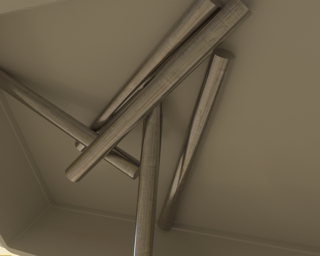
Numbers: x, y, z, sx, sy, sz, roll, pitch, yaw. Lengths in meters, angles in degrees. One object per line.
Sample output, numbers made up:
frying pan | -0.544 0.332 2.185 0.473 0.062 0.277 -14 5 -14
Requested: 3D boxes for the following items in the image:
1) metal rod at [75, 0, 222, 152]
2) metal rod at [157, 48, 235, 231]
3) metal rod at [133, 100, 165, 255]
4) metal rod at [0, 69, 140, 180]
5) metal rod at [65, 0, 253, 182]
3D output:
metal rod | -0.035 -0.050 0.396 0.025 0.025 0.299 45 129 -4
metal rod | 0.037 0.039 0.412 0.025 0.025 0.298 24 127 13
metal rod | -0.018 0.105 0.397 0.025 0.025 0.298 6 94 25
metal rod | -0.151 -0.017 0.453 0.300 0.025 0.025 31 129 17
metal rod | -0.019 -0.027 0.359 0.025 0.025 0.299 46 116 -4
